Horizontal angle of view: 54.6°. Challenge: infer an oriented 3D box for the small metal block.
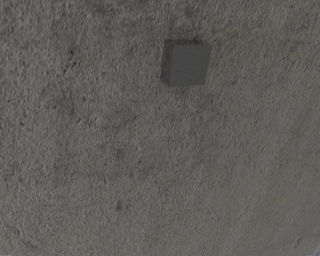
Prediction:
[{"bbox_3d":[0.031,-0.079,0.374,0.050,0.025,0.050,-7,122,-25],"label":"small metal block"}]
